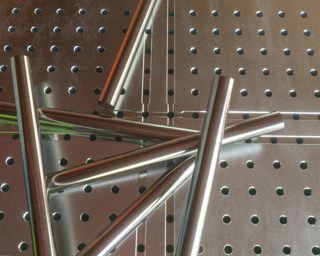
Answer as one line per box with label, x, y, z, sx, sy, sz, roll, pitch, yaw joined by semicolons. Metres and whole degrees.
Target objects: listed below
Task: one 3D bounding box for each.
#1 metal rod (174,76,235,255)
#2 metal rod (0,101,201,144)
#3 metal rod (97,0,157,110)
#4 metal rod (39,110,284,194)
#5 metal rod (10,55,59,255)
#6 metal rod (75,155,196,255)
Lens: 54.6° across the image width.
metal rod;0.041;0.088;0.345;0.025;0.025;0.299;13;83;4
metal rod;-0.079;-0.004;0.412;0.301;0.025;0.025;8;70;3
metal rod;-0.029;-0.165;0.471;0.025;0.025;0.300;16;71;6
metal rod;0.001;0.031;0.381;0.301;0.025;0.025;-16;71;1
metal rod;-0.148;0.045;0.366;0.025;0.025;0.299;-14;71;-5
metal rod;-0.063;0.133;0.362;0.301;0.025;0.025;-41;75;-14
